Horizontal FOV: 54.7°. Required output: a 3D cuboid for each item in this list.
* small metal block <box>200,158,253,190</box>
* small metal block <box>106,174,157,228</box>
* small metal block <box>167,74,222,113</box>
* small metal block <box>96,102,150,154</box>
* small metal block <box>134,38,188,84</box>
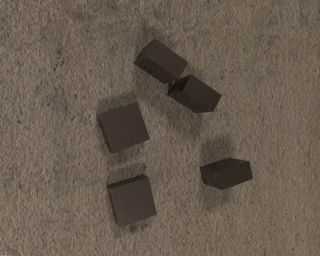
[{"bbox_3d":[0.091,0.062,0.431,0.050,0.050,0.025,-15,95,-20],"label":"small metal block"},{"bbox_3d":[-0.036,0.092,0.397,0.050,0.025,0.050,-14,95,-20],"label":"small metal block"},{"bbox_3d":[0.045,-0.044,0.414,0.050,0.050,0.025,31,80,-18],"label":"small metal block"},{"bbox_3d":[-0.047,-0.001,0.392,0.050,0.025,0.050,-21,97,-19],"label":"small metal block"},{"bbox_3d":[0.000,-0.083,0.397,0.050,0.050,0.025,32,80,-18],"label":"small metal block"}]
